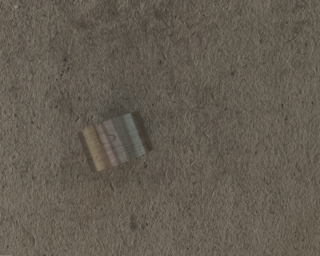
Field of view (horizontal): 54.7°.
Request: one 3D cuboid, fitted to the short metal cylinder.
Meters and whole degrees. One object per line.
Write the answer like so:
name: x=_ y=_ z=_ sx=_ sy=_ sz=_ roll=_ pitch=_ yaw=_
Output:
short metal cylinder: x=-0.054 y=0.016 z=0.382 sx=0.080 sy=0.080 sz=0.050 roll=-20 pitch=90 yaw=0
